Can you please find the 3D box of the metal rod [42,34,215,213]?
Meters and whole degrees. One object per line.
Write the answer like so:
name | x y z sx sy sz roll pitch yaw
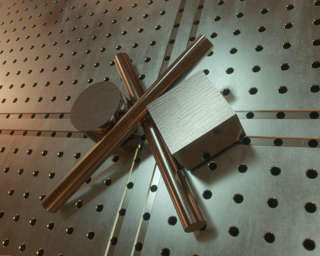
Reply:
metal rod | -0.045 -0.001 0.401 0.300 0.025 0.025 -46 51 7

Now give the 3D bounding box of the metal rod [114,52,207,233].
metal rod | -0.013 -0.005 0.412 0.025 0.025 0.300 -31 52 8

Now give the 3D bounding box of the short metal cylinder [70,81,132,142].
short metal cylinder | -0.078 -0.019 0.440 0.080 0.050 0.080 -13 56 21

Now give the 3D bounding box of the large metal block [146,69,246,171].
large metal block | 0.042 -0.009 0.370 0.080 0.050 0.080 -33 52 6
